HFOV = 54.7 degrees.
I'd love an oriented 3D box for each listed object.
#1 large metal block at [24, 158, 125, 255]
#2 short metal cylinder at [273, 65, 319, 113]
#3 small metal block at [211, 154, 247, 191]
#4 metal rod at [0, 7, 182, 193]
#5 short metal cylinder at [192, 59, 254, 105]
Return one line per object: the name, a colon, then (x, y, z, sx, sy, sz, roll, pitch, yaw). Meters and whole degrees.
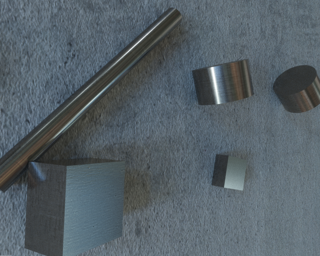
large metal block: (-0.081, 0.073, 0.307, 0.080, 0.050, 0.080, 5, 87, -59)
short metal cylinder: (0.268, -0.075, 0.597, 0.050, 0.080, 0.080, 48, 62, -30)
small metal block: (0.113, 0.072, 0.503, 0.050, 0.025, 0.050, 17, 79, -39)
metal rod: (-0.065, -0.051, 0.351, 0.301, 0.025, 0.025, -50, 120, -28)
short metal cylinder: (0.090, -0.066, 0.447, 0.081, 0.080, 0.050, -21, 104, -38)
